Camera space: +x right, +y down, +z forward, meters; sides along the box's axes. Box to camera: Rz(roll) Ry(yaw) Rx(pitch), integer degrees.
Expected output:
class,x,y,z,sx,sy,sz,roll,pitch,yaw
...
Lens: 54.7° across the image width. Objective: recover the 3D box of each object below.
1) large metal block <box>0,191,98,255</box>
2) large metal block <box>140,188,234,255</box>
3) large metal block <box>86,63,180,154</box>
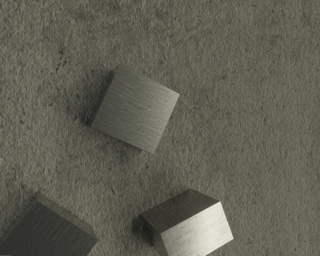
class,x,y,z,sx,sy,sz,roll,pitch,yaw
large metal block,-0.130,0.131,0.348,0.080,0.050,0.080,40,77,-16
large metal block,0.030,0.123,0.391,0.081,0.080,0.050,-23,98,-19
large metal block,-0.035,-0.022,0.383,0.080,0.050,0.080,26,82,-18
